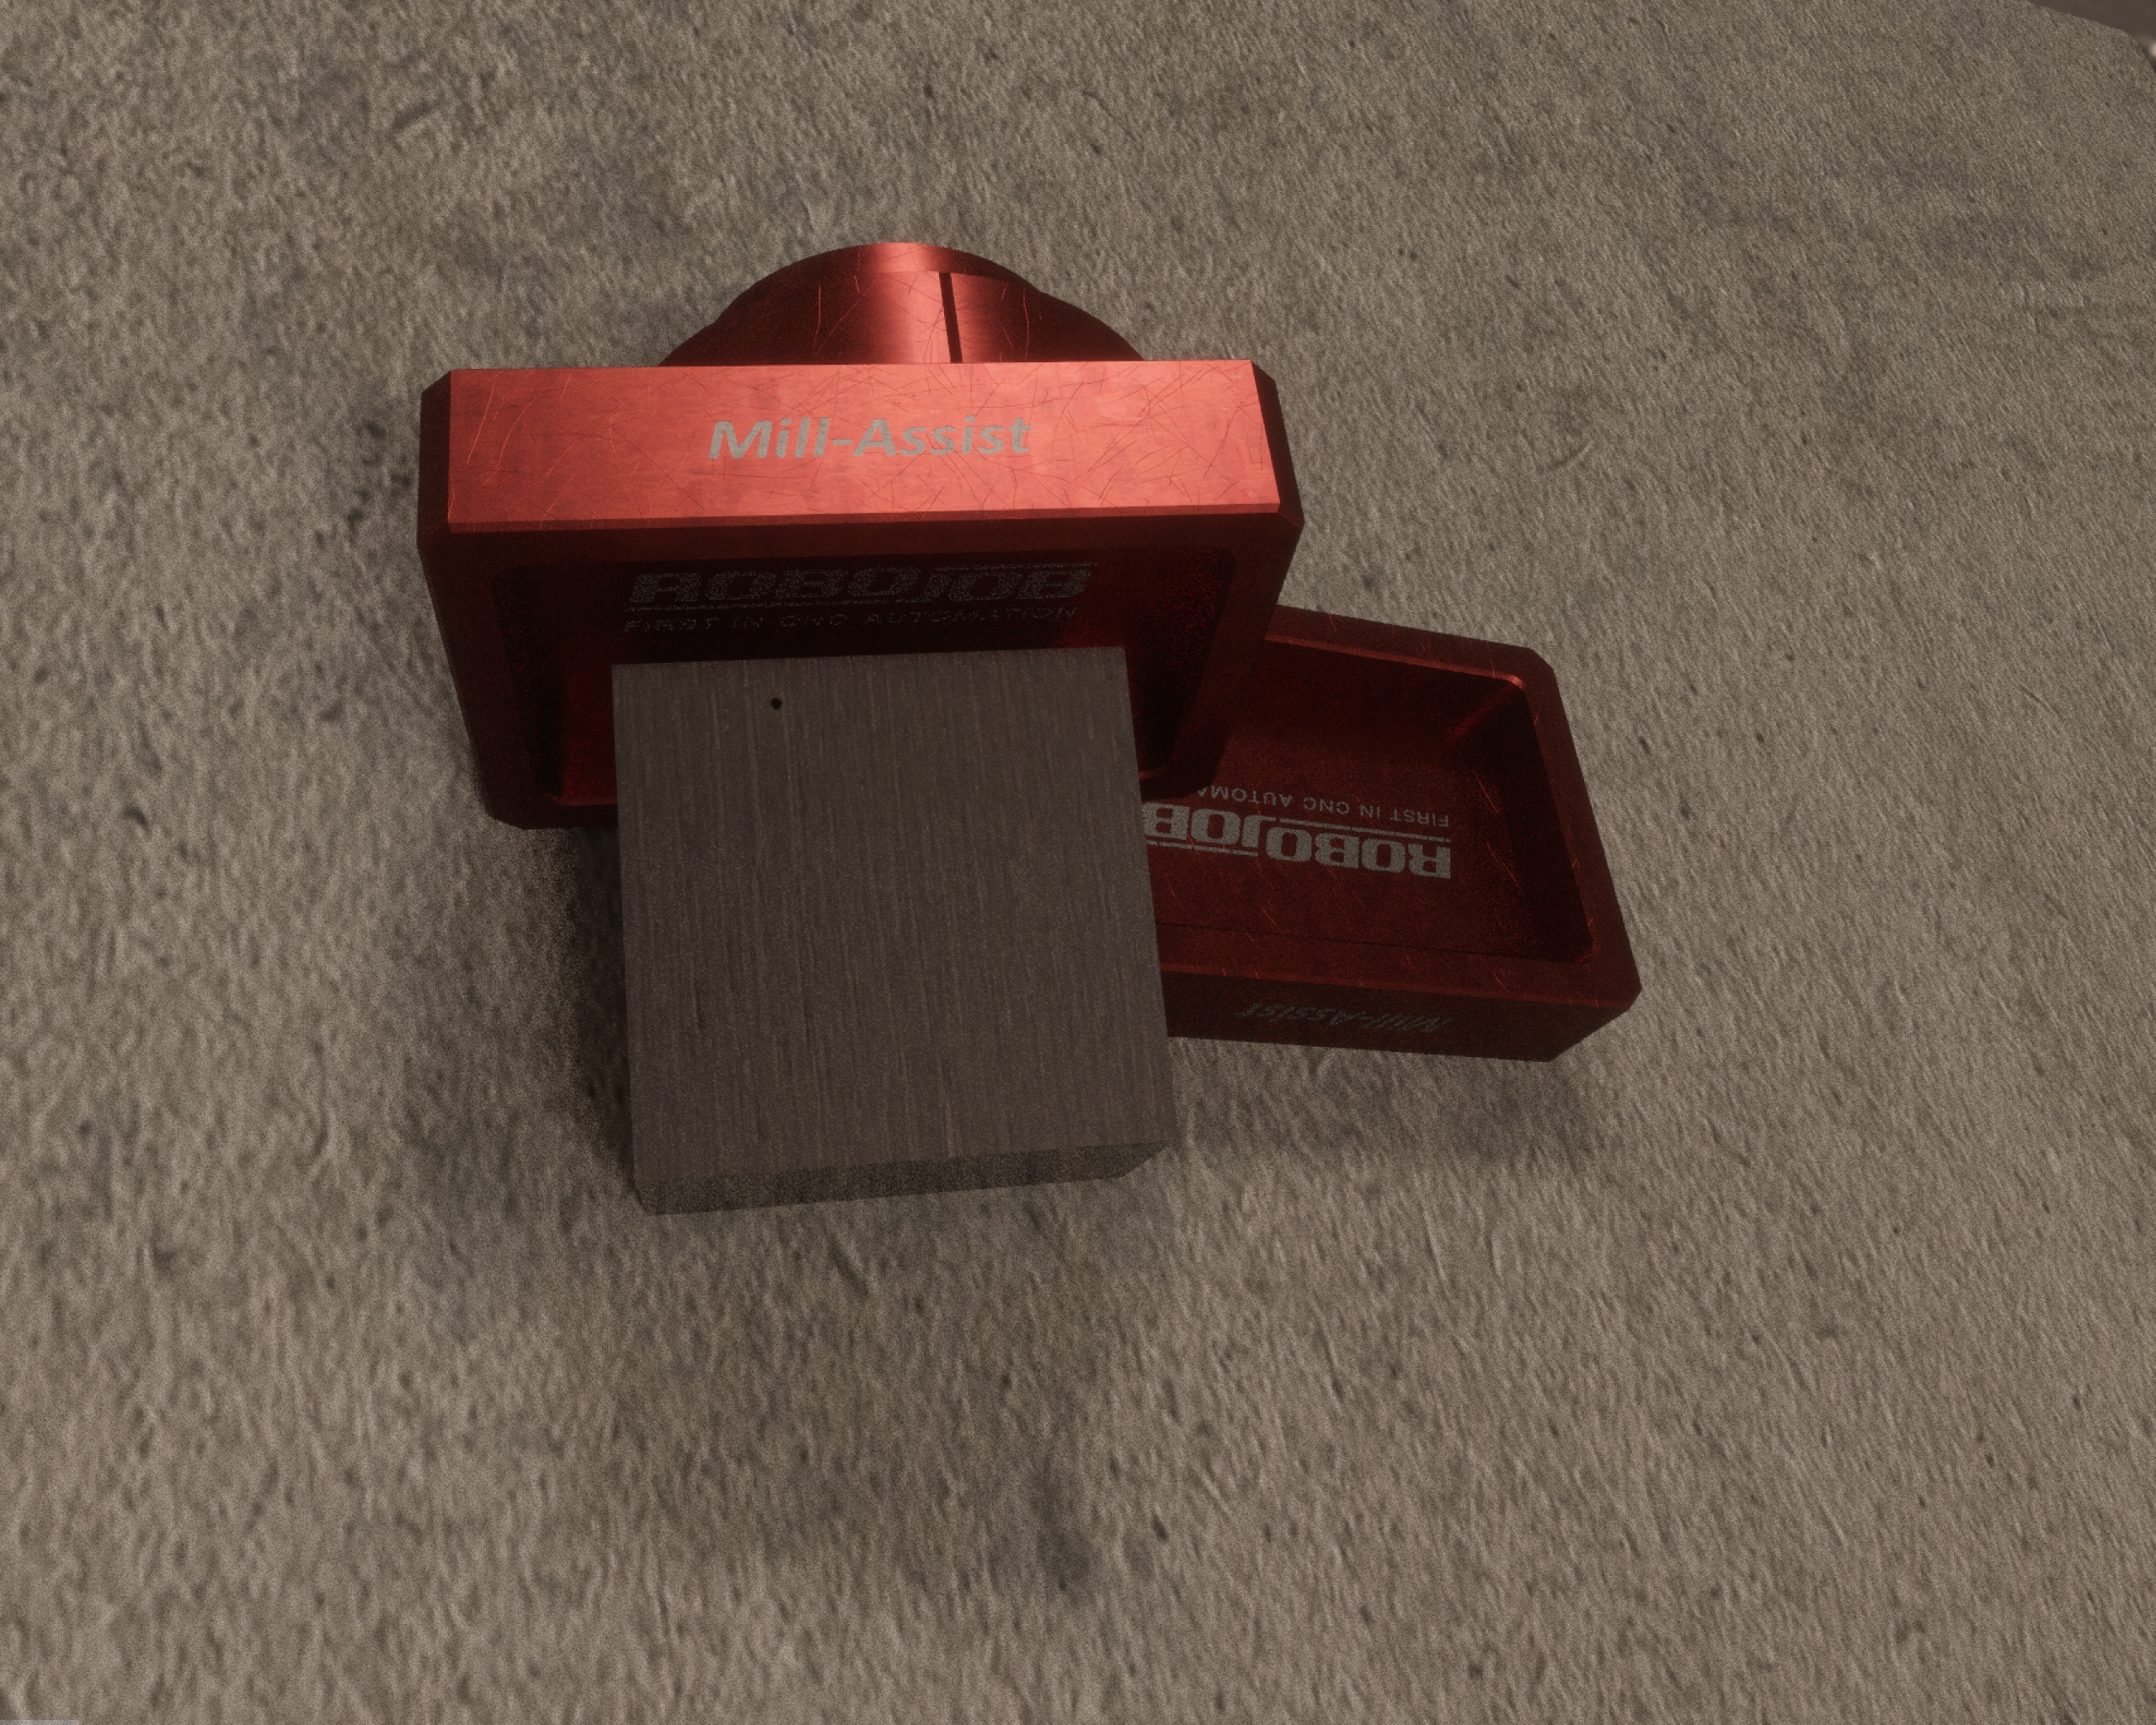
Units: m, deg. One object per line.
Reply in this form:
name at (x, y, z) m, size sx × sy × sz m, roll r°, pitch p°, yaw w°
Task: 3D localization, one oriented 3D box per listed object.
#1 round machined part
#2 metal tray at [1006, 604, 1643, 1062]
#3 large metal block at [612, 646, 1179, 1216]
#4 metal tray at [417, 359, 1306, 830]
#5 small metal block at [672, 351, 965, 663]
round machined part at (-0.032, -0.071, 0.372) m, size 0.099 × 0.097 × 0.042 m, roll 6°, pitch 59°, yaw -26°
metal tray at (0.048, -0.008, 0.435) m, size 0.131 × 0.030 × 0.090 m, roll 6°, pitch 59°, yaw -25°
large metal block at (-0.032, 0.012, 0.342) m, size 0.081 × 0.050 × 0.080 m, roll -3°, pitch 75°, yaw -10°
metal tray at (-0.036, -0.042, 0.349) m, size 0.131 × 0.090 × 0.030 m, roll -3°, pitch 63°, yaw -9°
small metal block at (-0.053, -0.071, 0.422) m, size 0.050 × 0.025 × 0.050 m, roll 6°, pitch 59°, yaw -25°
